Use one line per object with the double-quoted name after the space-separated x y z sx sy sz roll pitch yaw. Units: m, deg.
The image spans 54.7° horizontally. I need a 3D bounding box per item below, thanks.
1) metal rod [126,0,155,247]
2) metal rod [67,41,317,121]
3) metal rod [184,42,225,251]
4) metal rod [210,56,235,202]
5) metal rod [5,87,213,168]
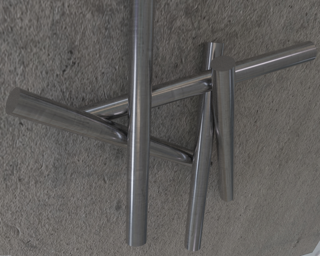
-0.022 -0.013 0.333 0.025 0.025 0.298 -4 104 -27 "metal rod"
0.041 -0.051 0.364 0.302 0.025 0.025 -17 126 -6 "metal rod"
0.058 0.037 0.424 0.025 0.025 0.298 -5 110 -26 "metal rod"
0.091 0.026 0.431 0.025 0.025 0.299 -29 141 -10 "metal rod"
-0.028 0.016 0.372 0.302 0.025 0.025 22 107 -45 "metal rod"
